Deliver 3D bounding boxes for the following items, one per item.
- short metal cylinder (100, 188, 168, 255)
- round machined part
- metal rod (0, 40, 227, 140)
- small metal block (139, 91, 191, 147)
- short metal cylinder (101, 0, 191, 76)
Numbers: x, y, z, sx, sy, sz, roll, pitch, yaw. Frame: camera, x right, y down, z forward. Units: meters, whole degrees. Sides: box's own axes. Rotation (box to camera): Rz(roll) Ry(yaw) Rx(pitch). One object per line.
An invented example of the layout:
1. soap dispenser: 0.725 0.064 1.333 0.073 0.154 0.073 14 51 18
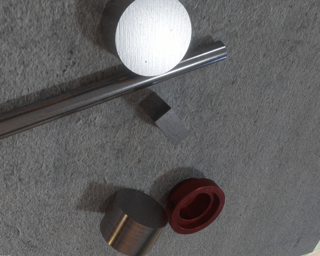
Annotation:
1. short metal cylinder: -0.036 0.130 0.432 0.080 0.080 0.050 19 108 -36
2. round machined part: 0.052 0.120 0.498 0.099 0.042 0.097 -14 124 -21
3. metal rod: -0.059 -0.043 0.347 0.302 0.025 0.025 -22 127 -15
4. small metal block: 0.005 -0.011 0.386 0.025 0.050 0.050 -40 130 -1
5. short metal cylinder: -0.015 -0.100 0.320 0.081 0.050 0.079 -14 124 -21
